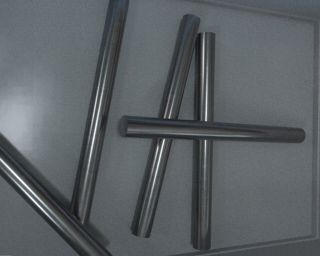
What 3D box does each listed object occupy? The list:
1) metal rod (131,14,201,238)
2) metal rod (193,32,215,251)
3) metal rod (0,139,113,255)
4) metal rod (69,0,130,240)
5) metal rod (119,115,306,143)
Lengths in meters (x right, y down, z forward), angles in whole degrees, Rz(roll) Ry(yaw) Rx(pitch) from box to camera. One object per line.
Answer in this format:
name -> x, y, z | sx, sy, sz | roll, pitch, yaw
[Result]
metal rod -> 0.009, -0.006, 0.415 | 0.025, 0.025, 0.298 | 15, 85, -20
metal rod -> 0.062, 0.018, 0.434 | 0.025, 0.025, 0.298 | 2, 90, -20
metal rod -> -0.161, 0.043, 0.335 | 0.025, 0.025, 0.300 | -43, 98, -15
metal rod -> -0.076, -0.016, 0.382 | 0.025, 0.025, 0.298 | 11, 86, -20
metal rod -> 0.090, 0.005, 0.420 | 0.303, 0.025, 0.025 | 3, 89, -30
